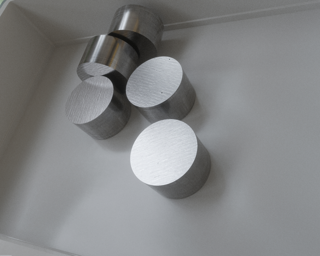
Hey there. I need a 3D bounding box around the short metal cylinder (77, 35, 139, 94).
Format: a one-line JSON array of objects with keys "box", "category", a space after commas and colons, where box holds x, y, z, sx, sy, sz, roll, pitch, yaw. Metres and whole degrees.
[{"box": [-0.078, -0.093, 0.466, 0.080, 0.080, 0.050, 1, 62, 28], "category": "short metal cylinder"}]

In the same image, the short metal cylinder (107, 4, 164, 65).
[{"box": [-0.038, -0.140, 0.475, 0.080, 0.080, 0.050, -1, 62, 27], "category": "short metal cylinder"}]

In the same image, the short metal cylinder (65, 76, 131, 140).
[{"box": [-0.089, -0.029, 0.453, 0.080, 0.050, 0.080, -13, 57, 21], "category": "short metal cylinder"}]

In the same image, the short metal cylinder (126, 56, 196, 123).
[{"box": [0.002, -0.049, 0.417, 0.080, 0.050, 0.080, -13, 56, 20], "category": "short metal cylinder"}]

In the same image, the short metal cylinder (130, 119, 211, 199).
[{"box": [0.013, 0.037, 0.359, 0.080, 0.050, 0.080, -13, 56, 20], "category": "short metal cylinder"}]
